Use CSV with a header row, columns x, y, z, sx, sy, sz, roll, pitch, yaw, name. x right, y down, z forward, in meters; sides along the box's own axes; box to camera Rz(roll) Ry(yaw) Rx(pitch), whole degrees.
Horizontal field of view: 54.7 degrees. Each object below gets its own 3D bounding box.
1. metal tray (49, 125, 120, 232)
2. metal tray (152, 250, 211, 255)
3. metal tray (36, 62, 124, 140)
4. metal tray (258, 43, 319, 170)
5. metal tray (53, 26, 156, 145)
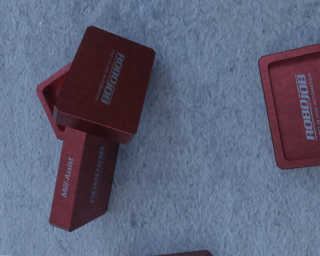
x,y,z,sx,sy,sz,roll,pitch,yaw,name
-0.094,0.058,0.406,0.030,0.090,0.129,12,94,19,metal tray
0.010,0.215,0.402,0.130,0.030,0.090,-14,85,19,metal tray
-0.105,-0.050,0.441,0.130,0.030,0.090,-29,81,17,metal tray
0.167,-0.024,0.347,0.090,0.030,0.129,-10,87,19,metal tray
-0.062,-0.054,0.371,0.091,0.030,0.130,19,59,-13,metal tray
